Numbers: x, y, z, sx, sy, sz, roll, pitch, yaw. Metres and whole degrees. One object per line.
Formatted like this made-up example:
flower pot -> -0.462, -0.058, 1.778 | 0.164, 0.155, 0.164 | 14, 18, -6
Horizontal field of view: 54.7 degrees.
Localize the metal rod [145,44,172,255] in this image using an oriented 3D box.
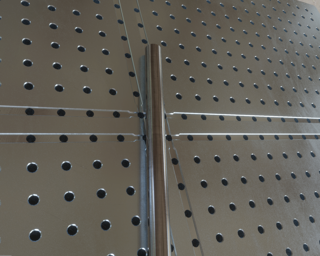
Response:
metal rod -> -0.005, 0.008, 0.401 | 0.025, 0.025, 0.299 | 12, 57, -22
